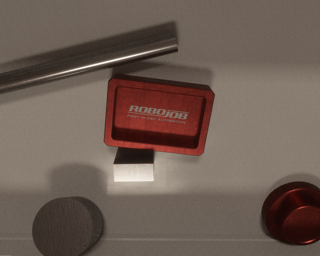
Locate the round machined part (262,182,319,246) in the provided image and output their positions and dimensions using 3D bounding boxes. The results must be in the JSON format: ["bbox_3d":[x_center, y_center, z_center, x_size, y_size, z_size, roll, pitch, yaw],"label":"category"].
[{"bbox_3d":[0.205,0.131,0.454,0.099,0.042,0.097,0,110,-1],"label":"round machined part"}]

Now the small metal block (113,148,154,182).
[{"bbox_3d":[-0.033,0.048,0.415,0.050,0.050,0.025,-1,110,0],"label":"small metal block"}]

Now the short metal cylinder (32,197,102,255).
[{"bbox_3d":[-0.126,0.136,0.428,0.080,0.050,0.080,-1,79,3],"label":"short metal cylinder"}]

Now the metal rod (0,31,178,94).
[{"bbox_3d":[-0.128,-0.071,0.383,0.302,0.025,0.025,-13,110,4],"label":"metal rod"}]

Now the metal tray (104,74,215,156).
[{"bbox_3d":[-0.003,-0.016,0.402,0.131,0.030,0.089,7,110,-3],"label":"metal tray"}]
